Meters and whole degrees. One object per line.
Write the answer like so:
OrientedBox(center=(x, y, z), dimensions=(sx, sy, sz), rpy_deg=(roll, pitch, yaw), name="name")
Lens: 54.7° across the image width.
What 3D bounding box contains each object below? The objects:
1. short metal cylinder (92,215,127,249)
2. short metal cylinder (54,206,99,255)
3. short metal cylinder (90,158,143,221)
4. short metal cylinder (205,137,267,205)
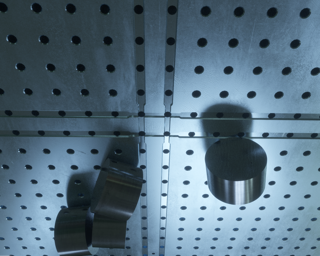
OrientedBox(center=(-0.079, 0.153, 0.505), dimensions=(0.050, 0.080, 0.079), rpy_deg=(5, 130, -5), name="short metal cylinder")
OrientedBox(center=(-0.136, 0.173, 0.521), dimensions=(0.050, 0.080, 0.080), rpy_deg=(-7, 130, 6), name="short metal cylinder")
OrientedBox(center=(-0.064, 0.089, 0.451), dimensions=(0.050, 0.080, 0.079), rpy_deg=(20, 127, -16), name="short metal cylinder")
OrientedBox(center=(0.104, 0.058, 0.427), dimensions=(0.080, 0.080, 0.050), rpy_deg=(-8, 130, 6), name="short metal cylinder")
